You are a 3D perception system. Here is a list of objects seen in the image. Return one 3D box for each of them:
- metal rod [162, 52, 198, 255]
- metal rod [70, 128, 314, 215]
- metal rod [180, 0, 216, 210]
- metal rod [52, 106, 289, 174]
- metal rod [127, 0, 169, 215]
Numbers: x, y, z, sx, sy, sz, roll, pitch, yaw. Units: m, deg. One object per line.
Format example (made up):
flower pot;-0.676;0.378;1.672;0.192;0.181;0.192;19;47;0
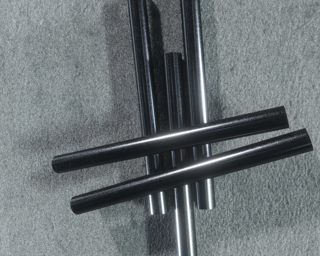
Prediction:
metal rod;0.027;0.053;0.398;0.025;0.025;0.298;-5;88;19
metal rod;0.022;0.058;0.372;0.300;0.025;0.025;-19;84;18
metal rod;0.046;-0.050;0.392;0.025;0.025;0.298;-5;88;19
metal rod;-0.003;0.019;0.381;0.301;0.025;0.025;-13;86;19
metal rod;-0.017;-0.037;0.413;0.025;0.025;0.298;-7;88;19
